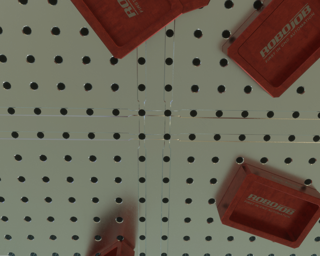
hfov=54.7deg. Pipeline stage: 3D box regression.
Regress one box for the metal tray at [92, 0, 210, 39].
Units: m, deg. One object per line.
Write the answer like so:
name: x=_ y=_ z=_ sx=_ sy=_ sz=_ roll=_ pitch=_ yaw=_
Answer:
metal tray: x=-0.018 y=-0.164 z=0.350 sx=0.131 sy=0.030 sz=0.090 roll=-18 pitch=110 yaw=6

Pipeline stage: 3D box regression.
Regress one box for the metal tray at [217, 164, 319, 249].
metal tray: x=0.163 y=0.117 z=0.456 sx=0.131 sy=0.030 sz=0.089 roll=21 pitch=109 yaw=-8

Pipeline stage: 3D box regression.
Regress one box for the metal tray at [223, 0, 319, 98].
metal tray: x=0.153 y=-0.113 z=0.371 sx=0.090 sy=0.030 sz=0.130 roll=39 pitch=105 yaw=-14

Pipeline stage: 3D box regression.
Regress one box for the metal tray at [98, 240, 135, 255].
metal tray: x=-0.084 y=0.234 z=0.443 sx=0.090 sy=0.130 sz=0.030 roll=-37 pitch=106 yaw=12

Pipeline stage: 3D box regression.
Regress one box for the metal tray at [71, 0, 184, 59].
metal tray: x=-0.047 y=-0.150 z=0.321 sx=0.090 sy=0.030 sz=0.130 roll=-34 pitch=107 yaw=11
